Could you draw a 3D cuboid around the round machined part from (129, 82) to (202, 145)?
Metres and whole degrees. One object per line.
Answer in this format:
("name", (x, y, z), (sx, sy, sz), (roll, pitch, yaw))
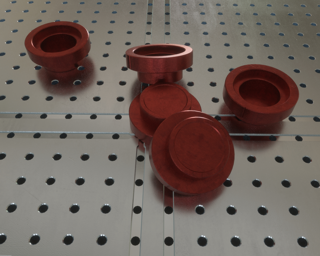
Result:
("round machined part", (0.007, -0.025, 0.417), (0.099, 0.042, 0.098), (0, 50, 0))

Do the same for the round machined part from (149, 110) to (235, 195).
("round machined part", (0.039, 0.025, 0.352), (0.099, 0.042, 0.098), (3, 73, -10))

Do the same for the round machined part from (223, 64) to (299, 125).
("round machined part", (0.137, -0.042, 0.434), (0.099, 0.042, 0.098), (0, 50, 0))

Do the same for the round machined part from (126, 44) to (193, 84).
("round machined part", (-0.001, -0.095, 0.461), (0.099, 0.042, 0.098), (-1, 26, 1))

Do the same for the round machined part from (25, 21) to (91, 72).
("round machined part", (-0.162, -0.128, 0.502), (0.099, 0.042, 0.098), (0, 50, 0))
